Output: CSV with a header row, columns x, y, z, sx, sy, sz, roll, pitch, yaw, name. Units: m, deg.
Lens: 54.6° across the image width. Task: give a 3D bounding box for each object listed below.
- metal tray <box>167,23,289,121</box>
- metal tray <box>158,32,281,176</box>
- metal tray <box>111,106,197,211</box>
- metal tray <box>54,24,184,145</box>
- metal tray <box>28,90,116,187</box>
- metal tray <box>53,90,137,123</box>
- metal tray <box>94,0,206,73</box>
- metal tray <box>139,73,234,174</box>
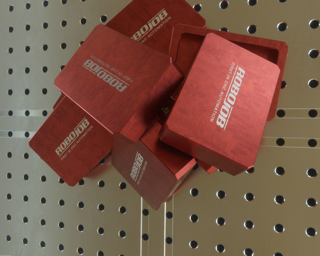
x,y,z,sx,sy,sz,roll,pitch,yaw,name
0.072,-0.063,0.361,0.131,0.030,0.090,10,93,-1,metal tray
0.065,-0.028,0.320,0.090,0.030,0.130,26,63,-3,metal tray
-0.015,0.041,0.369,0.030,0.129,0.090,-38,75,-27,metal tray
-0.049,-0.052,0.334,0.130,0.030,0.090,35,87,36,metal tray
-0.111,0.010,0.426,0.090,0.030,0.130,46,116,-2,metal tray
-0.082,-0.049,0.439,0.090,0.030,0.130,41,102,15,metal tray
-0.017,-0.114,0.396,0.130,0.030,0.090,-42,79,0,metal tray
0.033,-0.008,0.368,0.130,0.090,0.030,46,105,15,metal tray
